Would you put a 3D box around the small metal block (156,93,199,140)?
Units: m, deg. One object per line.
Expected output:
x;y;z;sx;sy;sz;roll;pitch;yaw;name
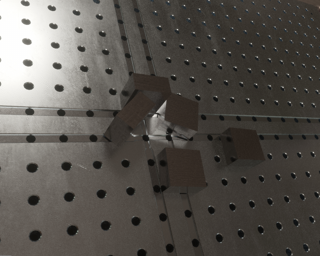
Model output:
0.025;-0.017;0.434;0.050;0.025;0.050;19;54;-18;small metal block

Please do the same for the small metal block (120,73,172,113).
-0.020;-0.045;0.410;0.050;0.050;0.025;3;60;-27;small metal block

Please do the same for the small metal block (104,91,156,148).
-0.037;-0.010;0.379;0.025;0.050;0.050;40;51;-1;small metal block

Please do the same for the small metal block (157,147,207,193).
0.027;0.054;0.391;0.050;0.025;0.050;7;59;-25;small metal block

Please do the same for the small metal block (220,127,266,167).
0.122;0.029;0.459;0.050;0.025;0.050;6;59;-26;small metal block
